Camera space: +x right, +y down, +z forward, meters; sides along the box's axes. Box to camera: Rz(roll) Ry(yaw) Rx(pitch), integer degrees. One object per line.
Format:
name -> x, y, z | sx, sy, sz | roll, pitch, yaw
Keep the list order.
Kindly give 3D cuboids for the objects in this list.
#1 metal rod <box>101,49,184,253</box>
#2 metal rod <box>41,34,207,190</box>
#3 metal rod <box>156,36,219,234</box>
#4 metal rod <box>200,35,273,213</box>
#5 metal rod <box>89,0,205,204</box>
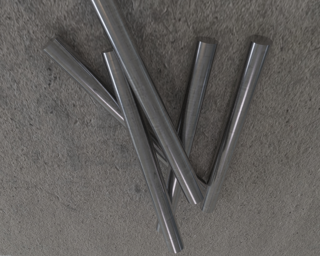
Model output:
metal rod -> -0.014, 0.045, 0.397 | 0.025, 0.025, 0.298 | -12, 115, 9
metal rod -> -0.027, 0.000, 0.407 | 0.025, 0.025, 0.300 | -30, 125, 22
metal rod -> 0.028, 0.031, 0.407 | 0.025, 0.025, 0.298 | 7, 122, -6
metal rod -> 0.093, 0.020, 0.424 | 0.025, 0.025, 0.298 | 4, 130, -4
metal rod -> -0.010, -0.030, 0.344 | 0.025, 0.025, 0.299 | -18, 117, 14
